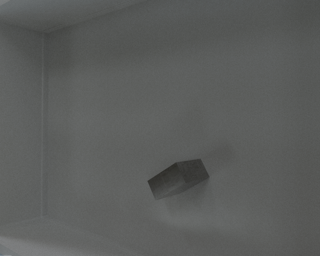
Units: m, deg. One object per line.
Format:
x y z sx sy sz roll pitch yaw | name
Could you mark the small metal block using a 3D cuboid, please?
0.023 0.061 0.373 0.050 0.050 0.025 -38 67 34 | small metal block
